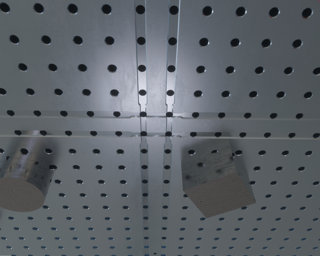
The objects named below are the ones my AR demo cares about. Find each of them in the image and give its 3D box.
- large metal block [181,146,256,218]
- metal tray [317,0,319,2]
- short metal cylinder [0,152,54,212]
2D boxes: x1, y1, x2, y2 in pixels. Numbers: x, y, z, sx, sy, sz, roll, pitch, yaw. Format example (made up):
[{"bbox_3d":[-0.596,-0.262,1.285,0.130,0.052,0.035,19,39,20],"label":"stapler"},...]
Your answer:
[{"bbox_3d":[0.088,0.084,0.468,0.080,0.050,0.080,-24,127,18],"label":"large metal block"},{"bbox_3d":[0.215,-0.161,0.273,0.091,0.030,0.129,14,129,-12],"label":"metal tray"},{"bbox_3d":[-0.207,0.081,0.462,0.081,0.050,0.079,0,130,0],"label":"short metal cylinder"}]
